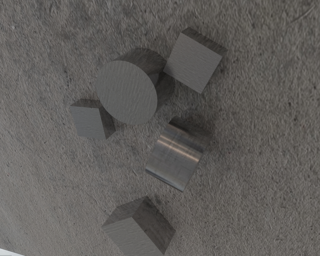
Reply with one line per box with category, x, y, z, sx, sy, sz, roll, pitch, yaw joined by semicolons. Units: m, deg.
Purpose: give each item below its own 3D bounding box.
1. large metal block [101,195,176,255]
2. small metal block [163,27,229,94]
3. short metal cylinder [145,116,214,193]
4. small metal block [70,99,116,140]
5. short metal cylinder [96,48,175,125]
large metal block;-0.036;0.168;0.513;0.080;0.050;0.080;-30;102;37
small metal block;0.038;-0.074;0.341;0.050;0.025;0.050;33;129;7
short metal cylinder;0.024;0.031;0.378;0.050;0.080;0.079;28;128;11
small metal block;-0.097;-0.013;0.450;0.050;0.025;0.050;6;121;25
short metal cylinder;-0.029;-0.051;0.375;0.080;0.050;0.079;13;124;21
